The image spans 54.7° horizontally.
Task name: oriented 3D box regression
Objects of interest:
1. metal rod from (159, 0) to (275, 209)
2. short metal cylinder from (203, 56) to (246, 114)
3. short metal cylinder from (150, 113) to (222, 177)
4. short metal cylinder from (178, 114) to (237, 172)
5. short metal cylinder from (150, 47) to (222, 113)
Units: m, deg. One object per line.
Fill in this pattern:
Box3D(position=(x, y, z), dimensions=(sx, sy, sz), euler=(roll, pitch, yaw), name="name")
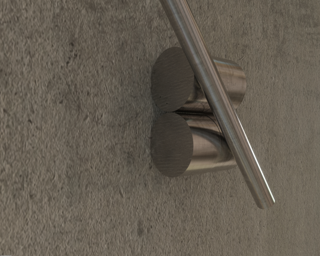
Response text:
Box3D(position=(0.076, -0.018, 0.366), dimensions=(0.025, 0.025, 0.299), euler=(-44, 117, -31), name="metal rod")
Box3D(position=(0.071, -0.059, 0.430), dimensions=(0.050, 0.080, 0.080), euler=(1, 90, -40), name="short metal cylinder")
Box3D(position=(0.031, 0.021, 0.397), dimensions=(0.050, 0.080, 0.080), euler=(1, 90, -40), name="short metal cylinder")
Box3D(position=(0.070, 0.021, 0.430), dimensions=(0.050, 0.080, 0.080), euler=(1, 90, -40), name="short metal cylinder")
Box3D(position=(0.032, -0.059, 0.398), dimensions=(0.050, 0.080, 0.080), euler=(1, 90, -40), name="short metal cylinder")
